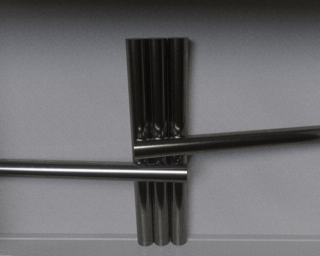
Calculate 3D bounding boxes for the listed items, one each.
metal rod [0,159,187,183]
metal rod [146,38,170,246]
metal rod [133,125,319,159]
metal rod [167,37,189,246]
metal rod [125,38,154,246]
[{"bbox_3d":[-0.115,0.056,0.412,0.302,0.025,0.025,1,110,5],"label":"metal rod"},{"bbox_3d":[-0.001,0.032,0.422,0.025,0.025,0.298,-1,110,0],"label":"metal rod"},{"bbox_3d":[0.118,0.016,0.399,0.302,0.025,0.025,-4,110,-6],"label":"metal rod"},{"bbox_3d":[0.025,0.032,0.422,0.025,0.025,0.298,-1,110,0],"label":"metal rod"},{"bbox_3d":[-0.025,0.033,0.422,0.025,0.025,0.298,-1,110,0],"label":"metal rod"}]
